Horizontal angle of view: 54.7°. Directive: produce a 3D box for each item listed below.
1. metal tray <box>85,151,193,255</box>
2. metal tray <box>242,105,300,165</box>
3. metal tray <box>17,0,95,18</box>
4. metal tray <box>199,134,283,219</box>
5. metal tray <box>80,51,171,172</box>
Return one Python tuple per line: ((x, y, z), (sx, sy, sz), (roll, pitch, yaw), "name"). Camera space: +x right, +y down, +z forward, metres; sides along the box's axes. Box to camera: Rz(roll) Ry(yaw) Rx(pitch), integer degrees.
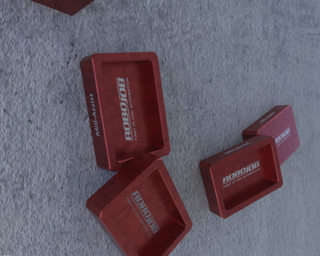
((-0.017, 0.103, 0.364), (0.090, 0.030, 0.129), (-42, 127, -25), "metal tray")
((0.210, 0.021, 0.577), (0.131, 0.030, 0.090), (-30, 109, -36), "metal tray")
((-0.122, -0.147, 0.275), (0.131, 0.090, 0.030), (10, 81, -41), "metal tray")
((0.131, 0.073, 0.490), (0.131, 0.030, 0.089), (-21, 104, -23), "metal tray")
((-0.038, -0.022, 0.369), (0.091, 0.030, 0.129), (-14, 99, -39), "metal tray")
